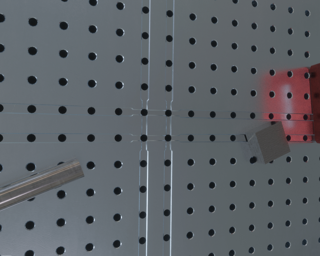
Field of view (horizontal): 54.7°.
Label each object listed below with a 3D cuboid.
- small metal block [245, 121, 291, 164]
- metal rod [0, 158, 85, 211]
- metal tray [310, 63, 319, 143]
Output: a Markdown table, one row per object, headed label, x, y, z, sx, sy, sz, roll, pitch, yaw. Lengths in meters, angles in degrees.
| label | x | y | z | sx | sy | sz | roll | pitch | yaw |
| --- | --- | --- | --- | --- | --- | --- | --- | --- | --- |
| small metal block | 0.165 | 0.021 | 0.473 | 0.050 | 0.025 | 0.050 | -22 | 98 | -19 |
| metal rod | -0.230 | 0.099 | 0.327 | 0.302 | 0.025 | 0.025 | -21 | 97 | -19 |
| metal tray | 0.272 | -0.039 | 0.475 | 0.030 | 0.090 | 0.129 | -5 | 92 | -1 |
